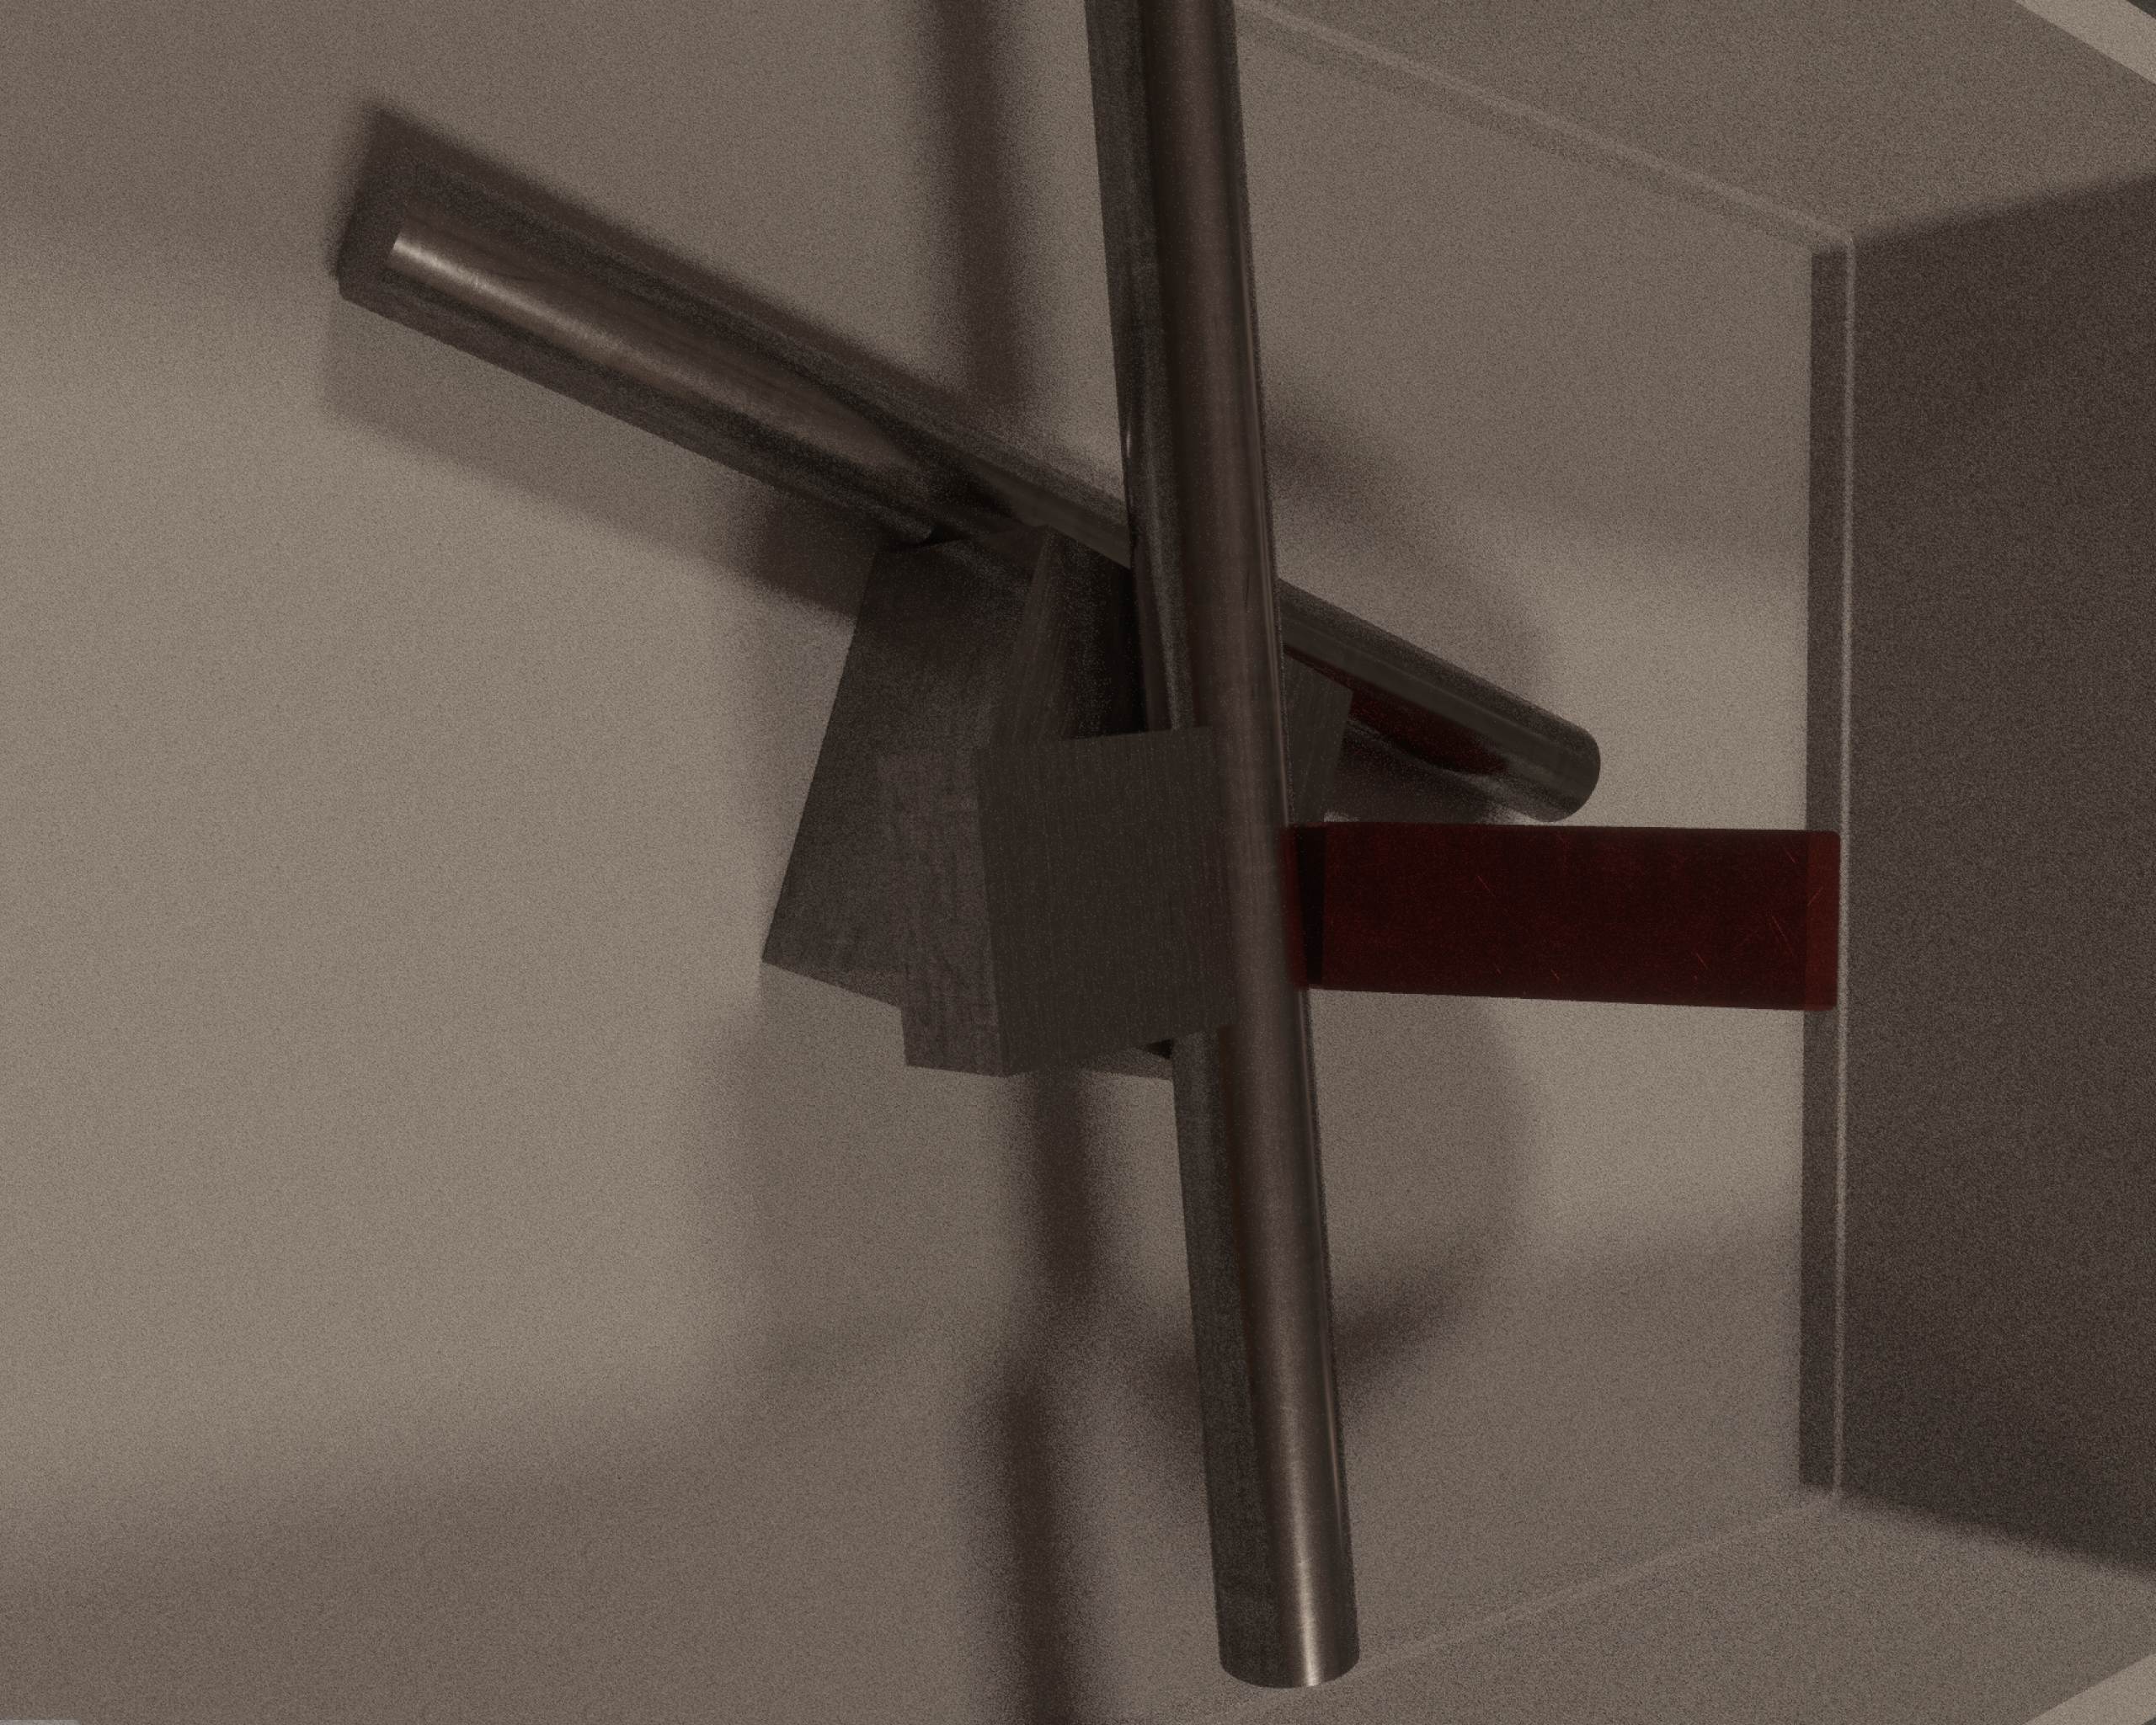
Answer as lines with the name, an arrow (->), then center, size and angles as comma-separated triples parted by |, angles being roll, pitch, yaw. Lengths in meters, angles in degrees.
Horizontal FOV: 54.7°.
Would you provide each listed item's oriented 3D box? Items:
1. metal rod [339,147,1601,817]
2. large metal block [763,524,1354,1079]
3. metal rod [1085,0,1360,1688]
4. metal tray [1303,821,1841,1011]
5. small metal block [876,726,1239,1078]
metal rod -> 0.005, -0.059, 0.411 | 0.302, 0.025, 0.025 | 19, 78, -39
large metal block -> -0.002, -0.008, 0.389 | 0.080, 0.050, 0.080 | 23, 76, -38
metal rod -> 0.026, -0.006, 0.363 | 0.025, 0.025, 0.298 | -8, 96, -40
metal tray -> 0.102, 0.009, 0.416 | 0.130, 0.090, 0.030 | 1, 90, -72
small metal block -> -0.003, 0.005, 0.339 | 0.050, 0.025, 0.050 | -9, 95, -40
